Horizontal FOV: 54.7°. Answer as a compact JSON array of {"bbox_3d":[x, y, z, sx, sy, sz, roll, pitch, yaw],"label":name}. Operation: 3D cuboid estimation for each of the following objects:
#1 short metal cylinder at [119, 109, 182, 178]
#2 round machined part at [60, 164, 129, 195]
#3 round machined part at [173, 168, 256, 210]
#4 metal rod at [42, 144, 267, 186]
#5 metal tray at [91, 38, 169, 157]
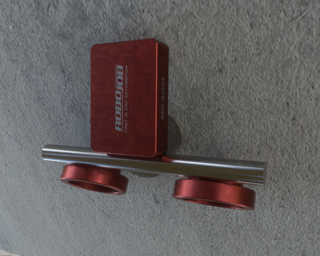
[{"bbox_3d":[-0.017,0.019,0.412,0.080,0.050,0.079,13,124,20],"label":"short metal cylinder"},{"bbox_3d":[-0.095,0.069,0.467,0.099,0.042,0.098,9,159,4],"label":"round machined part"},{"bbox_3d":[0.067,0.072,0.383,0.099,0.042,0.098,9,164,3],"label":"round machined part"},{"bbox_3d":[-0.027,0.041,0.383,0.301,0.025,0.025,2,120,26],"label":"metal rod"},{"bbox_3d":[-0.037,-0.034,0.367,0.090,0.030,0.129,2,93,26],"label":"metal tray"}]
